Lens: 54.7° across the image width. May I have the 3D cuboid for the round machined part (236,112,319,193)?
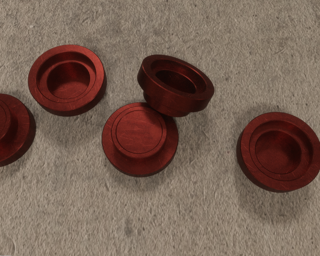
[{"bbox_3d":[0.145,0.032,0.389,0.099,0.042,0.098,0,70,-1],"label":"round machined part"}]

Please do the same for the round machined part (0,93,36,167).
[{"bbox_3d":[-0.217,-0.001,0.397,0.099,0.042,0.098,0,70,-1],"label":"round machined part"}]

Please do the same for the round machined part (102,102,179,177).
[{"bbox_3d":[-0.025,0.011,0.395,0.099,0.042,0.098,0,70,-1],"label":"round machined part"}]

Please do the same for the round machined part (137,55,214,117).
[{"bbox_3d":[0.017,-0.051,0.401,0.099,0.042,0.098,17,36,-12],"label":"round machined part"}]

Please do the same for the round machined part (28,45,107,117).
[{"bbox_3d":[-0.121,-0.060,0.420,0.099,0.042,0.098,0,70,-1],"label":"round machined part"}]
